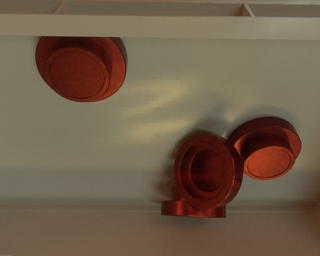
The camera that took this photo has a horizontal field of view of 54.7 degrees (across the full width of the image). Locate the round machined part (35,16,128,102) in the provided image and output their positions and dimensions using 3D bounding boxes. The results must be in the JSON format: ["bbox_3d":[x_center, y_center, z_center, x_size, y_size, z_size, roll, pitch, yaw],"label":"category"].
[{"bbox_3d":[-0.087,-0.067,0.340,0.099,0.042,0.097,0,130,0],"label":"round machined part"}]

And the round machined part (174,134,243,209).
[{"bbox_3d":[0.069,0.058,0.419,0.042,0.098,0.098,9,136,-45],"label":"round machined part"}]

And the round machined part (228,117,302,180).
[{"bbox_3d":[0.145,0.035,0.429,0.099,0.042,0.097,0,130,0],"label":"round machined part"}]

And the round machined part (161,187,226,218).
[{"bbox_3d":[0.052,0.115,0.477,0.099,0.042,0.098,2,164,1],"label":"round machined part"}]
